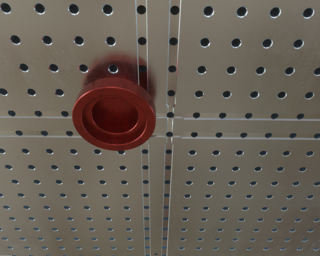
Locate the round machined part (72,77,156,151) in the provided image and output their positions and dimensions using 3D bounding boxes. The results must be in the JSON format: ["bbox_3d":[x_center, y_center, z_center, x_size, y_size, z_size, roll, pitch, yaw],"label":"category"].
[{"bbox_3d":[-0.054,-0.021,0.382,0.099,0.042,0.097,0,130,0],"label":"round machined part"}]
